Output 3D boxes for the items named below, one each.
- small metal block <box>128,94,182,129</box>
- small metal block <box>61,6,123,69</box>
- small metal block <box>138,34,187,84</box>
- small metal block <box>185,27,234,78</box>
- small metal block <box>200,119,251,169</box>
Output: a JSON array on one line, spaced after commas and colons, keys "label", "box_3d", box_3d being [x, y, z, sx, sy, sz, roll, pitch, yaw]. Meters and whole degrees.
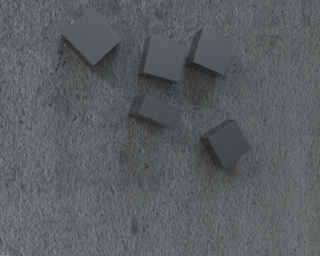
[{"label": "small metal block", "box_3d": [-0.007, -0.020, 0.393, 0.050, 0.050, 0.025, 23, 83, -19]}, {"label": "small metal block", "box_3d": [-0.083, -0.109, 0.378, 0.050, 0.025, 0.050, 46, 76, -14]}, {"label": "small metal block", "box_3d": [0.003, -0.089, 0.410, 0.050, 0.025, 0.050, 13, 86, -20]}, {"label": "small metal block", "box_3d": [0.069, -0.104, 0.434, 0.050, 0.025, 0.050, 19, 84, -19]}, {"label": "small metal block", "box_3d": [0.093, 0.022, 0.443, 0.050, 0.025, 0.050, -32, 101, -17]}]
